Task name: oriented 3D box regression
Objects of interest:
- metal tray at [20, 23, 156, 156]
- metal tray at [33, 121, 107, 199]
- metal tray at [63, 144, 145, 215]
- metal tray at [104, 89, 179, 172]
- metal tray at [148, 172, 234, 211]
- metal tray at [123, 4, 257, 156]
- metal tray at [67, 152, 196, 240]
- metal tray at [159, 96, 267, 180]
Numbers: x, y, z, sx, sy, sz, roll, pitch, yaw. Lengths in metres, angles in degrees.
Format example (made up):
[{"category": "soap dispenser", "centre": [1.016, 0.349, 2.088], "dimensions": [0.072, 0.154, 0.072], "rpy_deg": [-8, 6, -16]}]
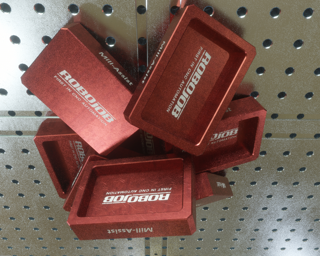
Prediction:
[{"category": "metal tray", "centre": [-0.079, -0.039, 0.352], "dimensions": [0.090, 0.030, 0.130], "rpy_deg": [-38, 106, 27]}, {"category": "metal tray", "centre": [-0.115, 0.049, 0.449], "dimensions": [0.090, 0.030, 0.129], "rpy_deg": [-4, 129, 2]}, {"category": "metal tray", "centre": [-0.073, 0.081, 0.436], "dimensions": [0.090, 0.030, 0.129], "rpy_deg": [21, 127, -17]}, {"category": "metal tray", "centre": [-0.019, 0.009, 0.415], "dimensions": [0.090, 0.030, 0.129], "rpy_deg": [-5, 128, 1]}, {"category": "metal tray", "centre": [0.046, 0.096, 0.446], "dimensions": [0.090, 0.030, 0.130], "rpy_deg": [-23, 160, 19]}, {"category": "metal tray", "centre": [0.031, -0.047, 0.325], "dimensions": [0.090, 0.030, 0.130], "rpy_deg": [27, 92, -21]}, {"category": "metal tray", "centre": [-0.027, 0.074, 0.347], "dimensions": [0.130, 0.090, 0.030], "rpy_deg": [-6, 130, 11]}, {"category": "metal tray", "centre": [0.066, 0.017, 0.399], "dimensions": [0.131, 0.030, 0.090], "rpy_deg": [-15, 131, -10]}]
